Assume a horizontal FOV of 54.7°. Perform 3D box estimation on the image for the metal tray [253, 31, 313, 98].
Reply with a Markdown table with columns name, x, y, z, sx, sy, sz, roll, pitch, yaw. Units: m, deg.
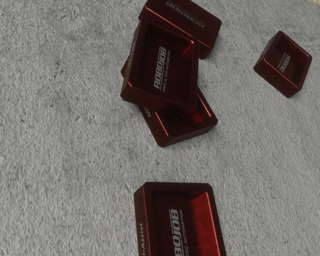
| name | x | y | z | sx | sy | sz | roll | pitch | yaw |
| --- | --- | --- | --- | --- | --- | --- | --- | --- | --- |
| metal tray | 0.245 | -0.128 | 0.610 | 0.090 | 0.030 | 0.131 | 39 | 51 | -2 |

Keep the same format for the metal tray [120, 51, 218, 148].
| name | x | y | z | sx | sy | sz | roll | pitch | yaw |
| --- | --- | --- | --- | --- | --- | --- | --- | --- | --- |
| metal tray | 0.013 | -0.045 | 0.434 | 0.091 | 0.030 | 0.130 | -16 | 70 | -34 |

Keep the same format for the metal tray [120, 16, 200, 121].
| name | x | y | z | sx | sy | sz | roll | pitch | yaw |
| --- | --- | --- | --- | --- | --- | --- | --- | --- | --- |
| metal tray | 0.004 | -0.081 | 0.412 | 0.091 | 0.030 | 0.130 | 19 | 54 | -17 |

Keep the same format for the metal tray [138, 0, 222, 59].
| name | x | y | z | sx | sy | sz | roll | pitch | yaw |
| --- | --- | --- | --- | --- | --- | --- | --- | --- | --- |
| metal tray | 0.038 | -0.185 | 0.534 | 0.131 | 0.030 | 0.090 | 29 | 52 | -10 |

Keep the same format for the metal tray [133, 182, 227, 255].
| name | x | y | z | sx | sy | sz | roll | pitch | yaw |
| --- | --- | --- | --- | --- | --- | --- | --- | --- | --- |
| metal tray | 0.024 | 0.126 | 0.336 | 0.091 | 0.030 | 0.130 | 6 | 59 | -25 |
